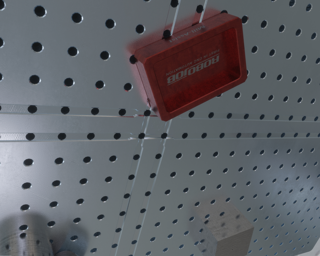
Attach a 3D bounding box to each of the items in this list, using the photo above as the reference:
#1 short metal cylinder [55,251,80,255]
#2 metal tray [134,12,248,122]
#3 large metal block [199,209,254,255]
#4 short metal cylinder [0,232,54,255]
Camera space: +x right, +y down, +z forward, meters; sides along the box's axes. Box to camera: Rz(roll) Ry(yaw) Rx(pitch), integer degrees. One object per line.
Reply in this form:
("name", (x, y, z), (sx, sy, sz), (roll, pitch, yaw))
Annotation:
("short metal cylinder", (-0.131, 0.225, 0.443), (0.080, 0.080, 0.050), (-39, 129, -2))
("metal tray", (0.043, -0.075, 0.384), (0.131, 0.030, 0.090), (-27, 128, -12))
("large metal block", (0.126, 0.212, 0.595), (0.081, 0.050, 0.079), (-12, 124, -22))
("short metal cylinder", (-0.182, 0.186, 0.411), (0.081, 0.050, 0.079), (-14, 124, -21))
